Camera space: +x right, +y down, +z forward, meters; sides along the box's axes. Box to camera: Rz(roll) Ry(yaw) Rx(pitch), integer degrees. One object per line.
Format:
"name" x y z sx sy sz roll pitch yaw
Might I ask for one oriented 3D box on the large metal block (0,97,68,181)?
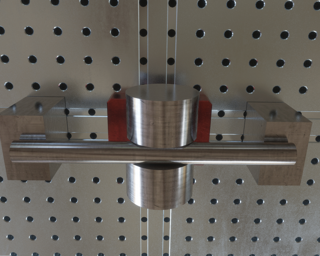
"large metal block" -0.152 0.010 0.385 0.050 0.080 0.079 1 110 0

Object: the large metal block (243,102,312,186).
"large metal block" 0.141 0.017 0.390 0.050 0.080 0.079 1 110 0

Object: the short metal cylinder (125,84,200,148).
"short metal cylinder" 0.002 -0.017 0.346 0.081 0.080 0.050 1 110 -1

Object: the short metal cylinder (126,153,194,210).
"short metal cylinder" 0.000 0.054 0.372 0.081 0.080 0.050 1 110 -1

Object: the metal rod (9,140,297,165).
"metal rod" -0.006 0.027 0.337 0.302 0.025 0.025 1 110 -1

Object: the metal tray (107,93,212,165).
"metal tray" -0.001 0.002 0.411 0.131 0.030 0.089 1 110 -1
